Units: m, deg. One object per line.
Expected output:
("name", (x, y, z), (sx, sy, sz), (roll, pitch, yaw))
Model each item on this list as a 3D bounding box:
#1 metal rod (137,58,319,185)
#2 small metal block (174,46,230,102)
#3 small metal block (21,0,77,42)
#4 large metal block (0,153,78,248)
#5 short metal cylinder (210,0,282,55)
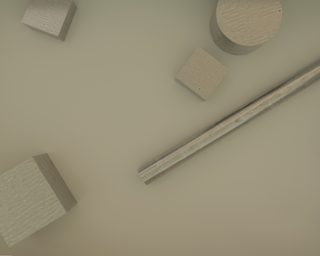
("metal rod", (0.105, -0.013, 0.412), (0.301, 0.025, 0.025), (-31, 90, -1))
("small metal block", (0.055, -0.071, 0.412), (0.050, 0.025, 0.050), (37, 90, -1))
("small metal block", (-0.145, -0.150, 0.409), (0.050, 0.025, 0.050), (21, 90, -1))
("large metal block", (-0.168, 0.089, 0.397), (0.080, 0.050, 0.080), (-31, 90, 0))
("short metal cylinder", (0.108, -0.139, 0.400), (0.081, 0.050, 0.079), (0, 90, -1))
